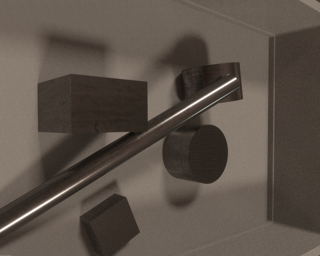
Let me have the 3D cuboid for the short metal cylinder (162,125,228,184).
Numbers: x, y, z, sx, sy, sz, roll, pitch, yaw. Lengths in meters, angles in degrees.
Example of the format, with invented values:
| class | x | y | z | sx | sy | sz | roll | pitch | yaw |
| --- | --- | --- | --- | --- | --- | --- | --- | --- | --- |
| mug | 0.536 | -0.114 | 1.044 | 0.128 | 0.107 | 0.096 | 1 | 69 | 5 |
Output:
| class | x | y | z | sx | sy | sz | roll | pitch | yaw |
| --- | --- | --- | --- | --- | --- | --- | --- | --- | --- |
| short metal cylinder | 0.050 | 0.035 | 0.435 | 0.081 | 0.050 | 0.079 | 0 | 90 | -40 |

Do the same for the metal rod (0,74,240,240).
| class | x | y | z | sx | sy | sz | roll | pitch | yaw |
| --- | --- | --- | --- | --- | --- | --- | --- | --- | --- |
| metal rod | -0.031 | 0.018 | 0.333 | 0.302 | 0.025 | 0.025 | -31 | 111 | -20 |

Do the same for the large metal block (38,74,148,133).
| class | x | y | z | sx | sy | sz | roll | pitch | yaw |
| --- | --- | --- | --- | --- | --- | --- | --- | --- | --- |
| large metal block | -0.069 | -0.021 | 0.314 | 0.081 | 0.080 | 0.050 | -1 | 91 | -40 |

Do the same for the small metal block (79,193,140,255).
| class | x | y | z | sx | sy | sz | roll | pitch | yaw |
| --- | --- | --- | --- | --- | --- | --- | --- | --- | --- |
| small metal block | -0.057 | 0.113 | 0.361 | 0.050 | 0.025 | 0.050 | -30 | 109 | -36 |

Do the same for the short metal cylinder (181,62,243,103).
| class | x | y | z | sx | sy | sz | roll | pitch | yaw |
| --- | --- | --- | --- | --- | --- | --- | --- | --- | --- |
| short metal cylinder | 0.073 | -0.061 | 0.434 | 0.081 | 0.080 | 0.050 | -13 | 99 | -40 |
